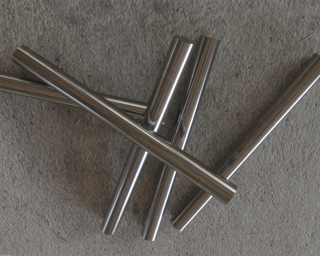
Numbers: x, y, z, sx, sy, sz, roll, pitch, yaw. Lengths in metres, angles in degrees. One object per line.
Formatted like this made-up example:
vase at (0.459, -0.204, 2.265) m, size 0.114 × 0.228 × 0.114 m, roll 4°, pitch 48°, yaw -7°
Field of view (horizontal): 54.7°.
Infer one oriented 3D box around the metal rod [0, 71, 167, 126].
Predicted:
metal rod at (-0.140, -0.046, 0.391) m, size 0.302 × 0.025 × 0.025 m, roll 12°, pitch 110°, yaw -5°

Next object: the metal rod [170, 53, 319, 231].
metal rod at (0.113, 0.030, 0.421) m, size 0.025 × 0.025 × 0.299 m, roll 34°, pitch 106°, yaw -12°

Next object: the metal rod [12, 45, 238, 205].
metal rod at (-0.045, -0.007, 0.362) m, size 0.301 × 0.025 × 0.025 m, roll 33°, pitch 107°, yaw 5°

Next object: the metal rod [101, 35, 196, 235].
metal rod at (-0.025, 0.028, 0.398) m, size 0.025 × 0.025 × 0.298 m, roll 19°, pitch 117°, yaw -7°

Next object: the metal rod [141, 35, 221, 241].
metal rod at (0.022, 0.027, 0.419) m, size 0.025 × 0.025 × 0.298 m, roll 14°, pitch 109°, yaw -5°
